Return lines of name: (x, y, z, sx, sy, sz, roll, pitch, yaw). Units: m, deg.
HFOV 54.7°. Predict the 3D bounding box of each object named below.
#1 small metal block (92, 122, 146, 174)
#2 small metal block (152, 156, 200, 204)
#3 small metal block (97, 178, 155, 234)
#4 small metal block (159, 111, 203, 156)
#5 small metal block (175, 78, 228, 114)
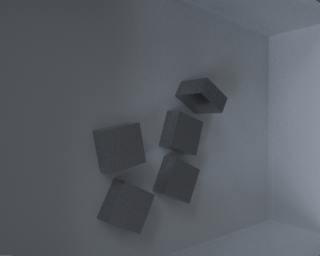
small metal block: (-0.048, 0.022, 0.368, 0.050, 0.025, 0.050, -15, 100, -39)
small metal block: (0.023, 0.072, 0.429, 0.050, 0.025, 0.050, 31, 71, -36)
small metal block: (-0.040, 0.095, 0.375, 0.050, 0.025, 0.050, 34, 69, -35)
small metal block: (0.030, 0.008, 0.434, 0.050, 0.025, 0.050, 22, 76, -38)
small metal block: (0.059, -0.044, 0.442, 0.050, 0.050, 0.025, 37, 67, -34)
